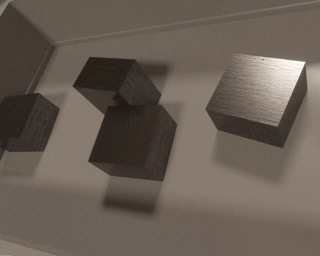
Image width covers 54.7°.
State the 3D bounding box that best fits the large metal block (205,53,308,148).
[{"bbox_3d":[0.111,-0.033,0.351,0.080,0.050,0.080,18,71,34],"label":"large metal block"}]

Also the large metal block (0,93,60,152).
[{"bbox_3d":[-0.224,-0.007,0.509,0.080,0.050,0.080,-3,60,26],"label":"large metal block"}]

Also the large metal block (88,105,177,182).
[{"bbox_3d":[-0.032,0.018,0.394,0.080,0.050,0.080,1,62,28],"label":"large metal block"}]

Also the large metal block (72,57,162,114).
[{"bbox_3d":[-0.057,-0.052,0.431,0.080,0.080,0.050,11,67,32],"label":"large metal block"}]
